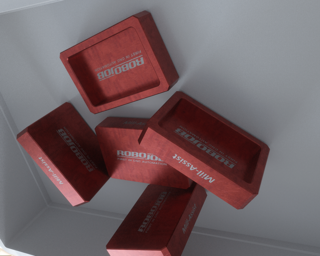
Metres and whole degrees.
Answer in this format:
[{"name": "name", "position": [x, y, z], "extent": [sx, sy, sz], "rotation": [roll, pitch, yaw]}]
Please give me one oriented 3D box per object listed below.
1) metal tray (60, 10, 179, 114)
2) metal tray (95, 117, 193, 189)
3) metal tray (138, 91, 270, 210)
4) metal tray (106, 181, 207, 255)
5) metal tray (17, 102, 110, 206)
[{"name": "metal tray", "position": [-0.052, -0.075, 0.383], "extent": [0.130, 0.030, 0.090], "rotation": [-14, 112, 33]}, {"name": "metal tray", "position": [-0.020, 0.033, 0.431], "extent": [0.130, 0.030, 0.089], "rotation": [3, 120, 26]}, {"name": "metal tray", "position": [0.053, 0.019, 0.347], "extent": [0.130, 0.090, 0.030], "rotation": [33, 129, 6]}, {"name": "metal tray", "position": [0.000, 0.121, 0.410], "extent": [0.090, 0.131, 0.030], "rotation": [-13, 112, 32]}, {"name": "metal tray", "position": [-0.129, 0.036, 0.452], "extent": [0.030, 0.090, 0.130], "rotation": [-27, 104, 36]}]
